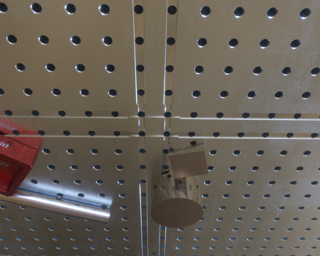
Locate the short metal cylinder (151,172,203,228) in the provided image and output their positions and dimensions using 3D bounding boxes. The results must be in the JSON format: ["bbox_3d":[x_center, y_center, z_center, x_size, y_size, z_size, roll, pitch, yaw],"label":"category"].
[{"bbox_3d":[0.026,0.115,0.494,0.081,0.050,0.079,0,130,0],"label":"short metal cylinder"}]

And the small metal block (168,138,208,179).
[{"bbox_3d":[0.041,0.045,0.451,0.050,0.025,0.050,-9,130,7],"label":"small metal block"}]

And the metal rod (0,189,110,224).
[{"bbox_3d":[-0.231,0.113,0.504,0.302,0.025,0.025,17,128,-15],"label":"metal rod"}]

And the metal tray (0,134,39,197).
[{"bbox_3d":[-0.255,0.042,0.440,0.131,0.030,0.090,29,124,-23],"label":"metal tray"}]
